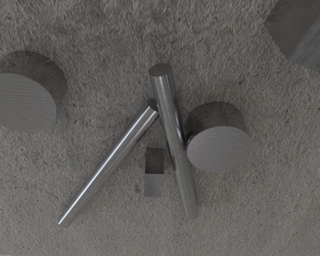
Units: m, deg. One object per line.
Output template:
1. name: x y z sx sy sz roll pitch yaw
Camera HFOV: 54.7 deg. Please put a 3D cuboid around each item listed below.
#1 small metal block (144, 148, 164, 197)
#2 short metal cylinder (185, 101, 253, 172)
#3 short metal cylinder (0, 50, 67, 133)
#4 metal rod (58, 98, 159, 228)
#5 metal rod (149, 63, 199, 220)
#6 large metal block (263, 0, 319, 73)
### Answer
1. small metal block: -0.009 0.064 0.445 0.025 0.050 0.050 2 130 -2
2. short metal cylinder: 0.074 0.012 0.402 0.081 0.050 0.079 0 130 0
3. short metal cylinder: -0.153 -0.041 0.355 0.081 0.050 0.079 0 130 0
4. metal rod: -0.086 0.068 0.463 0.025 0.025 0.298 26 125 -21
5. metal rod: 0.027 0.043 0.430 0.025 0.025 0.299 -8 134 7
6. large metal block: 0.149 -0.106 0.282 0.050 0.080 0.079 17 128 -14
